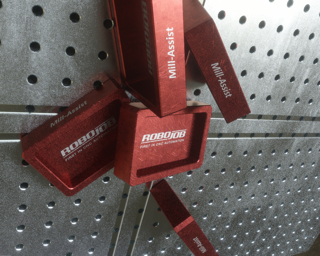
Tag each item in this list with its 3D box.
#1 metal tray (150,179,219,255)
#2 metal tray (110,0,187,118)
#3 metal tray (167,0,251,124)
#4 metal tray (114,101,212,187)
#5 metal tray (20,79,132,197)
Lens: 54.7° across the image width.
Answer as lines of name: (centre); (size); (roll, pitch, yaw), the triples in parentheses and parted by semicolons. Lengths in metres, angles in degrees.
metal tray: (0.039, 0.149, 0.484); (0.030, 0.090, 0.130); (-35, 129, -5)
metal tray: (-0.013, -0.086, 0.308); (0.030, 0.090, 0.129); (-22, 127, -23)
metal tray: (0.056, -0.077, 0.350); (0.030, 0.090, 0.130); (-27, 130, 11)
metal tray: (0.008, 0.014, 0.386); (0.131, 0.030, 0.089); (-7, 110, -44)
metal tray: (-0.083, 0.014, 0.371); (0.130, 0.030, 0.090); (-35, 130, -5)
